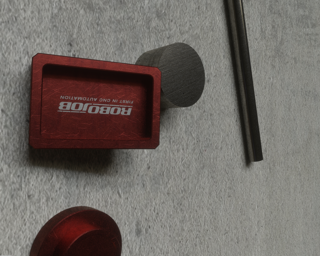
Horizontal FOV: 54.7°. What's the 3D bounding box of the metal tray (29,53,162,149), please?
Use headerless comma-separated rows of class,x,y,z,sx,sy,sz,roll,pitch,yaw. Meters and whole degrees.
metal tray,-0.065,-0.023,0.324,0.131,0.030,0.089,2,89,-24

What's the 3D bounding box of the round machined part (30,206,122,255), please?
round machined part,-0.081,0.136,0.327,0.099,0.042,0.097,0,90,-40

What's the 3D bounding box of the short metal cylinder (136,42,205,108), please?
short metal cylinder,0.013,-0.065,0.401,0.081,0.050,0.079,0,90,-41

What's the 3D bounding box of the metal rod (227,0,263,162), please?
metal rod,0.145,-0.089,0.528,0.025,0.025,0.298,-17,101,-39
